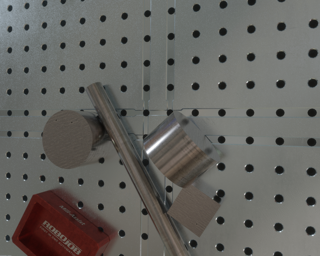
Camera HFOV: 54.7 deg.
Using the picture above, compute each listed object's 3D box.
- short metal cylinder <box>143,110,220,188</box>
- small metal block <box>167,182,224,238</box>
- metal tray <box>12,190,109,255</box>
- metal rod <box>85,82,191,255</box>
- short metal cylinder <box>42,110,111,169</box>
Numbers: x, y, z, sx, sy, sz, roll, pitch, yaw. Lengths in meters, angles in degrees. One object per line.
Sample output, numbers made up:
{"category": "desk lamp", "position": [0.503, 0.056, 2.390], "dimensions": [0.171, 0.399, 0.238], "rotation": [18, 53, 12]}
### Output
{"category": "short metal cylinder", "position": [0.026, 0.025, 0.374], "dimensions": [0.050, 0.080, 0.080], "rotation": [-43, 77, 15]}
{"category": "small metal block", "position": [0.045, 0.101, 0.396], "dimensions": [0.050, 0.025, 0.050], "rotation": [33, 101, 16]}
{"category": "metal tray", "position": [-0.150, 0.166, 0.462], "dimensions": [0.130, 0.030, 0.090], "rotation": [32, 100, 17]}
{"category": "metal rod", "position": [-0.025, 0.070, 0.421], "dimensions": [0.025, 0.025, 0.299], "rotation": [-31, 80, 17]}
{"category": "short metal cylinder", "position": [-0.117, 0.015, 0.441], "dimensions": [0.080, 0.050, 0.079], "rotation": [0, 90, 20]}
